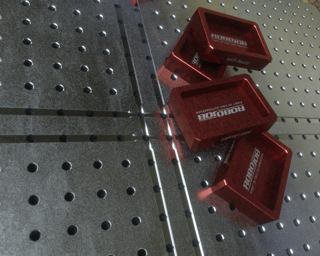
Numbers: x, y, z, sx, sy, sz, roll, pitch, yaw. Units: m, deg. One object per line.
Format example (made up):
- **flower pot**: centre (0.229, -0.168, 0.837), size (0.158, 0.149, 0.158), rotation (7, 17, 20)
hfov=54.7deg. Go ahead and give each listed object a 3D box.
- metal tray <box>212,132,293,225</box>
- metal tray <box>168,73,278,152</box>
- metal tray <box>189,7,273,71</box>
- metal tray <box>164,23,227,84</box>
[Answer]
- **metal tray**: centre (0.136, 0.059, 0.444), size (0.090, 0.030, 0.130), rotation (36, 51, -5)
- **metal tray**: centre (0.088, -0.026, 0.442), size (0.131, 0.030, 0.090), rotation (-14, 60, -19)
- **metal tray**: centre (0.120, -0.148, 0.522), size (0.131, 0.030, 0.090), rotation (3, 60, -27)
- **metal tray**: centre (0.071, -0.127, 0.522), size (0.090, 0.030, 0.130), rotation (32, 51, -8)
